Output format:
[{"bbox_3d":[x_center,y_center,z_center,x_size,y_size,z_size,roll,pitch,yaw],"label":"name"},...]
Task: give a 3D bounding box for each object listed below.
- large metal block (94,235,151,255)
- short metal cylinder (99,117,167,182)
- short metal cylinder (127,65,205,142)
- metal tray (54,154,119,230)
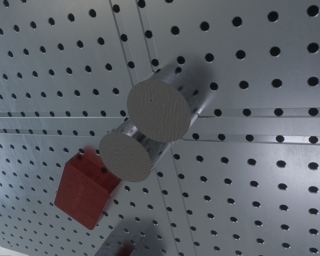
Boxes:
[{"bbox_3d":[-0.063,0.253,0.585,0.080,0.050,0.080,-10,113,32],"label":"large metal block"},{"bbox_3d":[-0.037,0.029,0.432,0.080,0.050,0.079,13,124,21],"label":"short metal cylinder"},{"bbox_3d":[0.008,-0.030,0.373,0.080,0.050,0.079,13,124,21],"label":"short metal cylinder"},{"bbox_3d":[-0.134,0.117,0.551,0.090,0.030,0.129,33,129,6],"label":"metal tray"}]
